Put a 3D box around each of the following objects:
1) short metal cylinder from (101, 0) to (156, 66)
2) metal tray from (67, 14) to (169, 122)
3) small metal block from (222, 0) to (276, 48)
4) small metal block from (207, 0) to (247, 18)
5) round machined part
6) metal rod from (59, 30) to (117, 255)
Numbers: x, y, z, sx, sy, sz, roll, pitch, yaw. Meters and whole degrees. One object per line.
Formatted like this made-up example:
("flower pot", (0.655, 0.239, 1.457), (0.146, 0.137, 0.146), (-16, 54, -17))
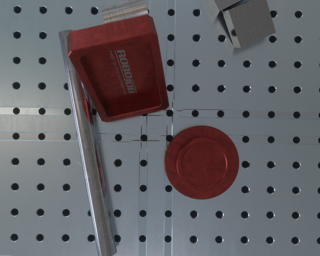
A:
("short metal cylinder", (-0.036, -0.116, 0.385), (0.050, 0.080, 0.080), (-16, 90, 0))
("metal tray", (-0.042, -0.062, 0.362), (0.091, 0.130, 0.030), (-13, 58, 0))
("small metal block", (0.117, -0.139, 0.407), (0.050, 0.025, 0.050), (-24, 107, 0))
("small metal block", (0.088, -0.185, 0.414), (0.050, 0.025, 0.050), (-27, 90, 0))
("round machined part", (0.055, 0.046, 0.405), (0.099, 0.042, 0.097), (0, 90, 0))
("metal rod", (-0.096, 0.020, 0.412), (0.025, 0.025, 0.298), (-10, 90, 0))
